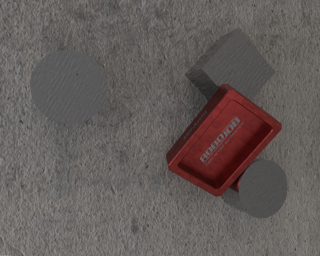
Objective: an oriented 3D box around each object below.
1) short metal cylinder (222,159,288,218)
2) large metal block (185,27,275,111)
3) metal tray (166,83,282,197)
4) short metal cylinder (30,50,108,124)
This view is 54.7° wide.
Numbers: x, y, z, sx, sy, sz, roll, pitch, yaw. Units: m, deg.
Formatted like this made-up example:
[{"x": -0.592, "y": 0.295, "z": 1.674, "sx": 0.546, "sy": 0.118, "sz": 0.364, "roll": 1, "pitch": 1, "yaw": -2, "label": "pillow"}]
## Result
[{"x": 0.133, "y": 0.083, "z": 0.445, "sx": 0.081, "sy": 0.050, "sz": 0.079, "roll": 0, "pitch": 90, "yaw": -20, "label": "short metal cylinder"}, {"x": 0.097, "y": -0.076, "z": 0.431, "sx": 0.080, "sy": 0.050, "sz": 0.080, "roll": 45, "pitch": 76, "yaw": -15, "label": "large metal block"}, {"x": 0.081, "y": 0.019, "z": 0.406, "sx": 0.090, "sy": 0.030, "sz": 0.129, "roll": 32, "pitch": 107, "yaw": -18, "label": "metal tray"}, {"x": -0.105, "y": -0.044, "z": 0.357, "sx": 0.081, "sy": 0.050, "sz": 0.079, "roll": 0, "pitch": 90, "yaw": -20, "label": "short metal cylinder"}]
